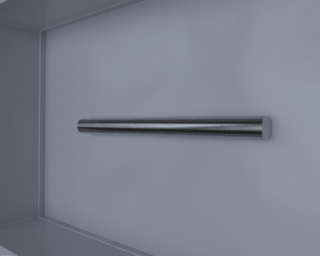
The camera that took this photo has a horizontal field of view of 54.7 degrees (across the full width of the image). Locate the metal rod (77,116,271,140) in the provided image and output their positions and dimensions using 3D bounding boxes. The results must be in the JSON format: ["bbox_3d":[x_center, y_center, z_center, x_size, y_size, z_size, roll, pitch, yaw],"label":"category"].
[{"bbox_3d":[-0.008,-0.002,0.409,0.300,0.025,0.025,1,91,39],"label":"metal rod"}]
